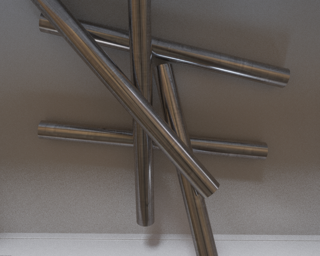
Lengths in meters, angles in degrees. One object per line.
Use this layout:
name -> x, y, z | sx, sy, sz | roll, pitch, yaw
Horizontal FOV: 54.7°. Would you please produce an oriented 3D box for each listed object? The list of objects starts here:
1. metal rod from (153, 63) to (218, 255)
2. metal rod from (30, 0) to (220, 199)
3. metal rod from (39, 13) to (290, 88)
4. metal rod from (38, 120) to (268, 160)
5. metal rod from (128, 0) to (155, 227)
metal rod -> 0.037, 0.069, 0.374 | 0.025, 0.025, 0.298 | -14, 86, 5
metal rod -> -0.040, -0.042, 0.345 | 0.025, 0.025, 0.300 | -40, 93, 13
metal rod -> 0.010, -0.094, 0.376 | 0.302, 0.025, 0.025 | 12, 110, -5
metal rod -> -0.007, 0.017, 0.417 | 0.302, 0.025, 0.025 | 6, 110, -3
metal rod -> -0.021, -0.011, 0.379 | 0.025, 0.025, 0.298 | -1, 110, 0
